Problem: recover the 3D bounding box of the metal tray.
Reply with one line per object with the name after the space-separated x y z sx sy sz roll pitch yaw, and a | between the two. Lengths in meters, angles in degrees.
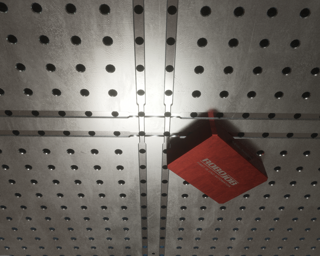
0.084 0.056 0.457 0.090 0.030 0.130 -37 122 27 | metal tray
